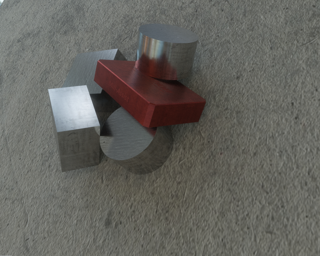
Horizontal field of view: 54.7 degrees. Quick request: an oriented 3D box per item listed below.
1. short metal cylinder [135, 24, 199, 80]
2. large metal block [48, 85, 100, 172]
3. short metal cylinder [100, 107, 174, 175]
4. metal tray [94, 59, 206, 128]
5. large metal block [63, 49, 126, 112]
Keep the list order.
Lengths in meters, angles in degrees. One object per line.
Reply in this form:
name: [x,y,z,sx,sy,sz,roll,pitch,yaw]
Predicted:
short metal cylinder: [0.008,-0.106,0.425,0.081,0.050,0.080,7,33,-4]
large metal block: [-0.117,0.000,0.422,0.050,0.079,0.080,-10,49,-21]
short metal cylinder: [-0.029,0.014,0.397,0.080,0.050,0.080,-13,56,21]
metal tray: [-0.016,-0.049,0.404,0.130,0.091,0.030,41,125,39]
large metal block: [-0.097,-0.072,0.481,0.080,0.050,0.080,1,62,28]
